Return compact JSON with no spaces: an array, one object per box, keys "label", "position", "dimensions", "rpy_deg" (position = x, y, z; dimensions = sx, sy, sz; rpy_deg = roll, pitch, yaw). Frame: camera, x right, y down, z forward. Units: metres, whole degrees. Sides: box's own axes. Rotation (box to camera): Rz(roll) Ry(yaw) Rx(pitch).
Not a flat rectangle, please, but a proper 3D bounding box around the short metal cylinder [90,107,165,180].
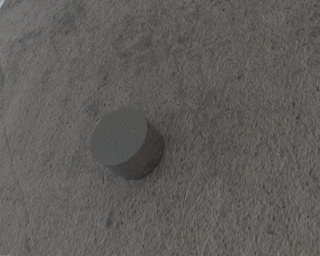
[{"label":"short metal cylinder","position":[-0.041,0.020,0.398],"dimensions":[0.080,0.050,0.080],"rpy_deg":[-13,56,21]}]
